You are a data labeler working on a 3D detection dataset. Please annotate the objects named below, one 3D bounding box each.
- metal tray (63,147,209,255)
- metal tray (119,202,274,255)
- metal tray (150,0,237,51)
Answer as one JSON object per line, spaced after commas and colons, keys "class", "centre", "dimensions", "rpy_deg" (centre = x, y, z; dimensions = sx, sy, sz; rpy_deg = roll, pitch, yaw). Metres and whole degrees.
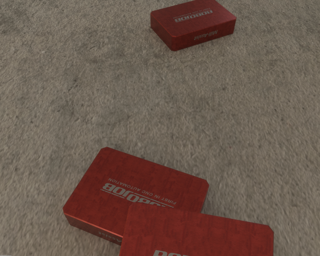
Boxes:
{"class": "metal tray", "centre": [-0.023, 0.080, 0.333], "dimensions": [0.130, 0.030, 0.090], "rpy_deg": [17, 52, 13]}
{"class": "metal tray", "centre": [0.029, 0.122, 0.272], "dimensions": [0.131, 0.030, 0.090], "rpy_deg": [10, 67, -1]}
{"class": "metal tray", "centre": [0.059, -0.192, 0.562], "dimensions": [0.131, 0.030, 0.090], "rpy_deg": [-21, 53, -18]}
